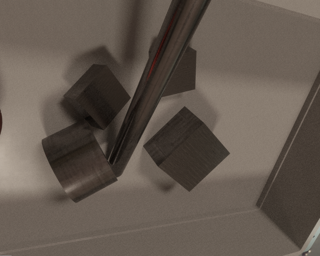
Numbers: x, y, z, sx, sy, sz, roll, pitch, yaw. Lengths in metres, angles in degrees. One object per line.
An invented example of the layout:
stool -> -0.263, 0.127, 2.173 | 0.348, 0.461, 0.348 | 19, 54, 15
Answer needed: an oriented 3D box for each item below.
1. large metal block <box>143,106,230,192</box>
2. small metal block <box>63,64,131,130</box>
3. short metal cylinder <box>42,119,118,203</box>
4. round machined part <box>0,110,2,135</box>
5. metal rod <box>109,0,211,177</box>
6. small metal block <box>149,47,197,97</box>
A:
large metal block -> 0.038, 0.031, 0.434 | 0.080, 0.050, 0.080 | -44, 130, 2
small metal block -> -0.067, -0.034, 0.340 | 0.050, 0.025, 0.050 | -54, 133, -21
short metal cylinder -> -0.089, 0.036, 0.348 | 0.050, 0.080, 0.080 | -28, 128, -11
round machined part -> -0.198, -0.004, 0.272 | 0.099, 0.042, 0.097 | -37, 142, -35
metal rod -> -0.013, -0.029, 0.300 | 0.025, 0.025, 0.298 | -5, 148, -26
small metal block -> 0.015, -0.069, 0.376 | 0.050, 0.025, 0.050 | -16, 125, -20
